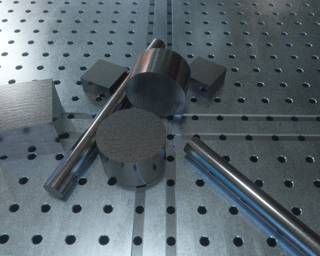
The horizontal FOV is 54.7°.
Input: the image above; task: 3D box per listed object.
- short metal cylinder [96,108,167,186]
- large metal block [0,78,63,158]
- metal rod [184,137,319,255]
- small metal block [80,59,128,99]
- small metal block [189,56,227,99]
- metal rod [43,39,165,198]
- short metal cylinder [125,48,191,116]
[{"bbox_3d":[-0.033,0.023,0.372,0.080,0.050,0.080,0,50,0],"label":"short metal cylinder"},{"bbox_3d":[-0.175,-0.014,0.402,0.081,0.050,0.080,-10,51,-8],"label":"large metal block"},{"bbox_3d":[0.139,0.107,0.318,0.025,0.025,0.300,-35,58,-25],"label":"metal rod"},{"bbox_3d":[-0.083,-0.074,0.469,0.050,0.025,0.050,22,53,17],"label":"small metal block"},{"bbox_3d":[0.066,-0.079,0.474,0.050,0.025,0.050,29,56,22],"label":"small metal block"},{"bbox_3d":[-0.061,-0.035,0.436,0.025,0.025,0.301,18,52,14],"label":"metal rod"},{"bbox_3d":[-0.001,-0.061,0.423,0.080,0.080,0.050,9,51,7],"label":"short metal cylinder"}]
